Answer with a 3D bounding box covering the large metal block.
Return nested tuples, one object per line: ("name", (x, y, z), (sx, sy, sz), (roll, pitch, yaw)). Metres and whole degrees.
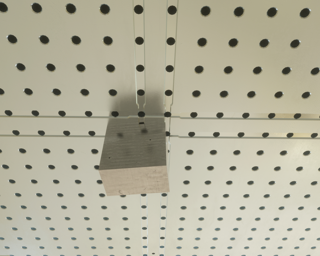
("large metal block", (-0.030, 0.040, 0.409), (0.080, 0.080, 0.050), (-4, 130, 3))
